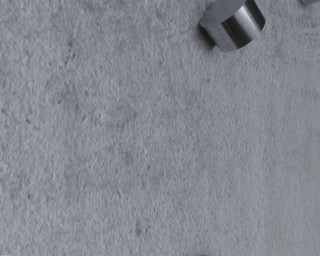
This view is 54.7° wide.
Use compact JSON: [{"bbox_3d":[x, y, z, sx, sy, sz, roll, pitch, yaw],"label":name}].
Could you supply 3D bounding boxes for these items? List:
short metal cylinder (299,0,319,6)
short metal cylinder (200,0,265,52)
[{"bbox_3d":[0.337,-0.315,0.675,0.081,0.050,0.079,0,90,-40],"label":"short metal cylinder"},{"bbox_3d":[0.108,-0.160,0.461,0.050,0.080,0.080,43,64,-32],"label":"short metal cylinder"}]
